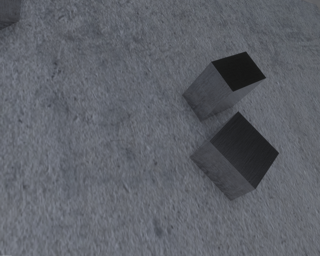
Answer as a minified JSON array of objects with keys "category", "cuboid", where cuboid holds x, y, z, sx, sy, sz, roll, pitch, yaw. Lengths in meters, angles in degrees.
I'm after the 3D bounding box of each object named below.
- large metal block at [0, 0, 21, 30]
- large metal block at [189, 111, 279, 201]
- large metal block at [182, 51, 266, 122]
[{"category":"large metal block","cuboid":[-0.211,-0.170,0.359,0.080,0.080,0.050,40,51,-2]},{"category":"large metal block","cuboid":[0.102,0.037,0.422,0.080,0.050,0.080,47,51,4]},{"category":"large metal block","cuboid":[0.094,-0.061,0.459,0.081,0.080,0.050,-23,75,-37]}]
